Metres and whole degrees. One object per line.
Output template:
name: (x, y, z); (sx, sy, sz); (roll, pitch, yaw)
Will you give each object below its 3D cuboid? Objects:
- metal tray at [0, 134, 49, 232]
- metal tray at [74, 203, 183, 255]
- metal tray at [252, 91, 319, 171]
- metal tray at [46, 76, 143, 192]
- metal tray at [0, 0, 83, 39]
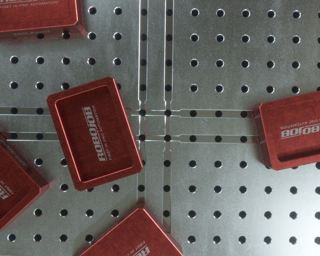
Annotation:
metal tray: (-0.226, 0.063, 0.407); (0.090, 0.030, 0.130); (-43, 91, 0)
metal tray: (-0.046, 0.175, 0.410); (0.130, 0.030, 0.090); (-39, 91, -1)
metal tray: (0.200, -0.001, 0.413); (0.131, 0.030, 0.089); (-12, 90, -1)
metal tray: (-0.084, 0.007, 0.409); (0.090, 0.030, 0.129); (-18, 90, -1)
metal tray: (-0.174, -0.170, 0.408); (0.131, 0.030, 0.089); (-6, 90, -1)
